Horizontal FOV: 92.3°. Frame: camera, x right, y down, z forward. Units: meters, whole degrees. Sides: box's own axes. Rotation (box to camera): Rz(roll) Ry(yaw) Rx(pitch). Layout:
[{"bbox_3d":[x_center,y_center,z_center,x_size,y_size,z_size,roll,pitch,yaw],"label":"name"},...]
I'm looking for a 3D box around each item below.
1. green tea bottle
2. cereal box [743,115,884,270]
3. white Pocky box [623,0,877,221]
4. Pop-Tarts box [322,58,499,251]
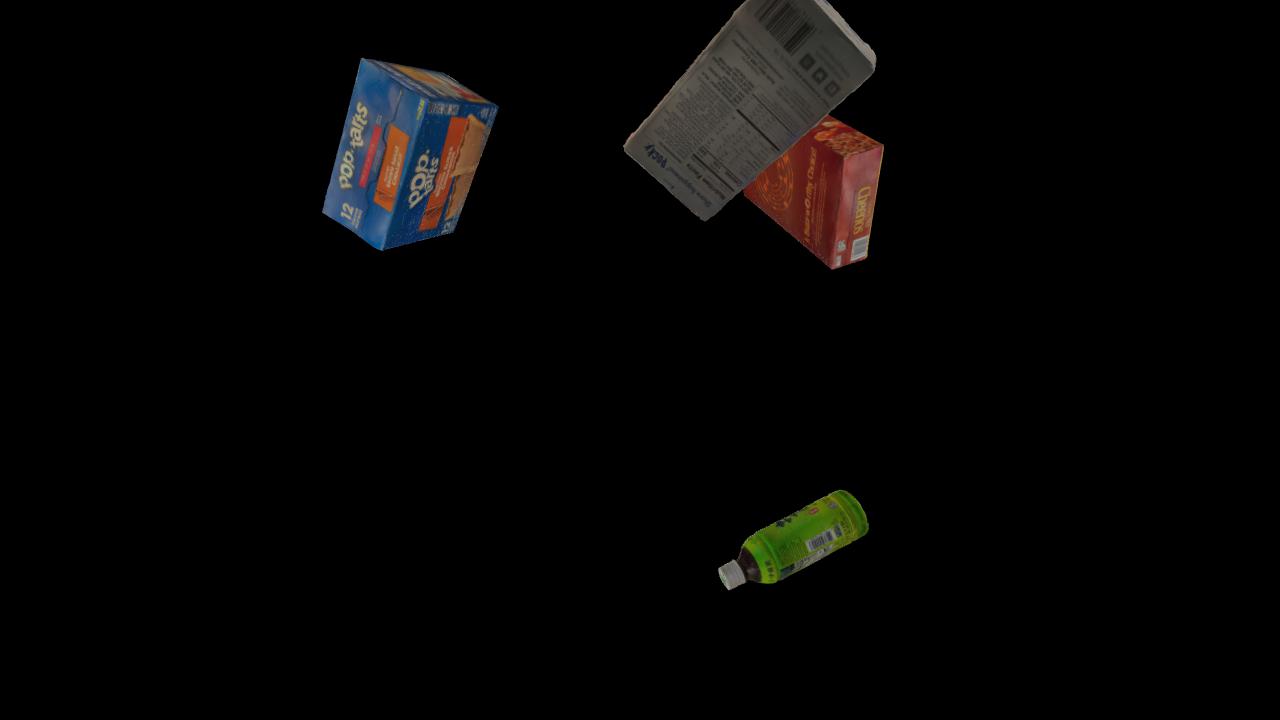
[{"bbox_3d":[0.204,0.248,0.829,0.212,0.073,0.073,-22,6,-16],"label":"green tea bottle"},{"bbox_3d":[0.278,-0.319,1.052,0.081,0.203,0.306,-20,43,-11],"label":"cereal box"},{"bbox_3d":[0.066,-0.167,0.405,0.084,0.028,0.154,38,-45,-16],"label":"white Pocky box"},{"bbox_3d":[-0.247,-0.221,0.672,0.083,0.167,0.141,31,24,5],"label":"Pop-Tarts box"}]
